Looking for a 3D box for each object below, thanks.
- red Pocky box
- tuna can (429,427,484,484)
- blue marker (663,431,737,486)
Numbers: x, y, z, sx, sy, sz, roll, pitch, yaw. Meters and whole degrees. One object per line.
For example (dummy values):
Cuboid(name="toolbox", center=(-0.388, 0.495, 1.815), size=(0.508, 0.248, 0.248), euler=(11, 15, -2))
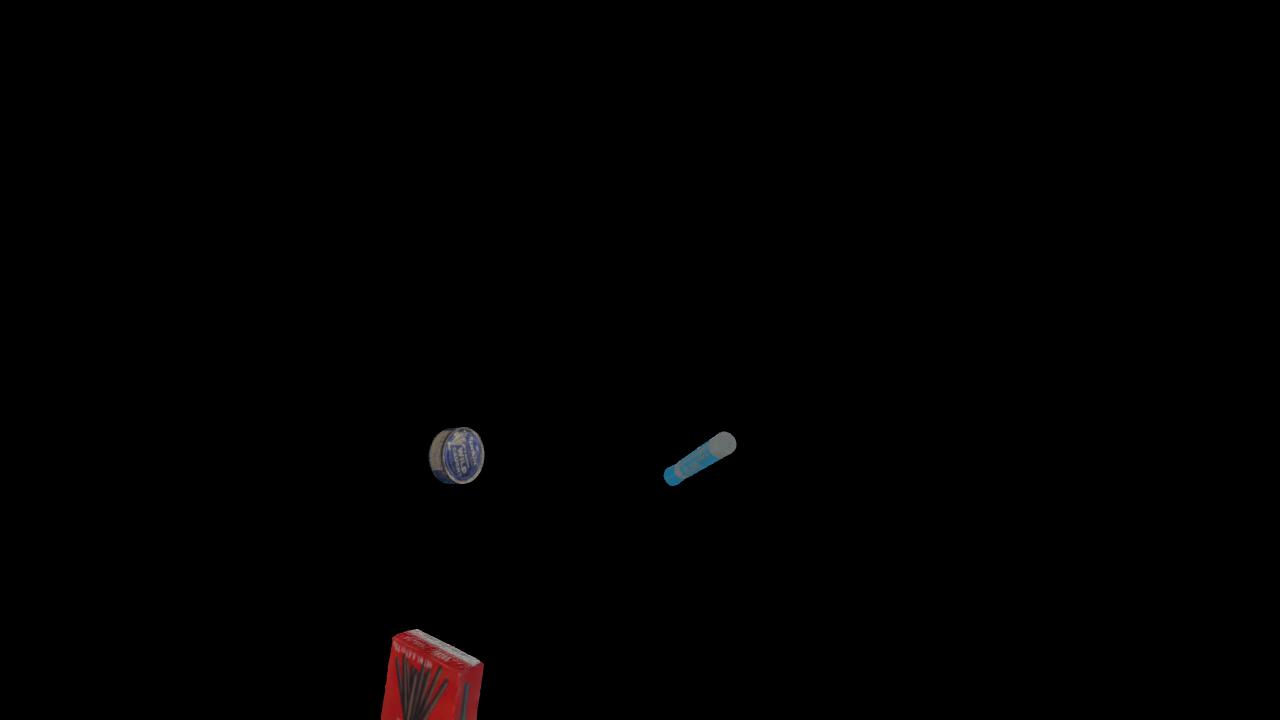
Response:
Cuboid(name="red Pocky box", center=(-0.167, 0.300, 0.475), size=(0.083, 0.155, 0.028), euler=(6, -3, 32))
Cuboid(name="tuna can", center=(-0.274, 0.143, 0.920), size=(0.034, 0.084, 0.084), euler=(-7, -3, 29))
Cuboid(name="blue marker", center=(0.050, 0.090, 0.545), size=(0.020, 0.020, 0.121), euler=(0, -24, -21))
